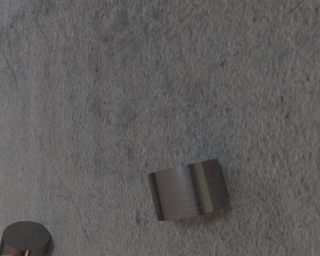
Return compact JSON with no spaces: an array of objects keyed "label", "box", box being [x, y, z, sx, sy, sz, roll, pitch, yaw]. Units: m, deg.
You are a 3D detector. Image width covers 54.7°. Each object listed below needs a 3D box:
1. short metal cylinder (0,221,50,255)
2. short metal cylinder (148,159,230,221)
[{"label":"short metal cylinder","box":[-0.252,0.218,0.573,0.080,0.081,0.050,31,109,35]},{"label":"short metal cylinder","box":[0.031,0.068,0.342,0.080,0.081,0.050,-20,77,38]}]
